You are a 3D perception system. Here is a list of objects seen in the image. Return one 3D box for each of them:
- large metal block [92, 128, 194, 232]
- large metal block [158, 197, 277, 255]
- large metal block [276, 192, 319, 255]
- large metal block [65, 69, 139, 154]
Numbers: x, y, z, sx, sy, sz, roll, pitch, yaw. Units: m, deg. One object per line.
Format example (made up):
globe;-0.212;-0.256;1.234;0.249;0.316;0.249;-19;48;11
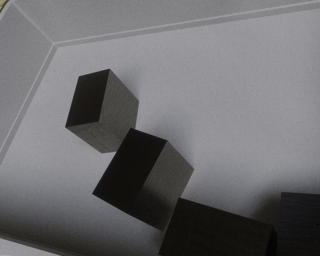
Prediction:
large metal block;-0.014;0.058;0.342;0.050;0.080;0.080;18;71;35
large metal block;0.058;0.107;0.274;0.080;0.080;0.050;10;67;32
large metal block;0.137;0.100;0.241;0.080;0.050;0.080;-1;42;27
large metal block;-0.074;-0.020;0.422;0.050;0.080;0.080;-9;58;24
